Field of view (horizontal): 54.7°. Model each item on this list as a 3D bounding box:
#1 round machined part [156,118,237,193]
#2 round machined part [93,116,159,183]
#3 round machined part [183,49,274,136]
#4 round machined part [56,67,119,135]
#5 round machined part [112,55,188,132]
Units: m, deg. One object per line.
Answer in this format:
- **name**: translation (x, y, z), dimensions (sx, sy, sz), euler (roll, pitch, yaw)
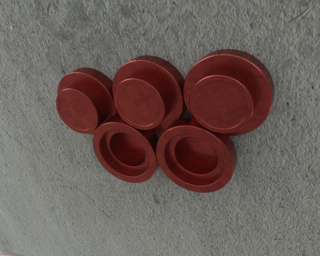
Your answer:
- **round machined part**: translation (0.048, 0.030, 0.390), dimensions (0.098, 0.042, 0.097), euler (13, 124, 20)
- **round machined part**: translation (-0.041, 0.026, 0.433), dimensions (0.098, 0.042, 0.097), euler (13, 124, 20)
- **round machined part**: translation (0.071, -0.033, 0.339), dimensions (0.098, 0.042, 0.097), euler (13, 124, 20)
- **round machined part**: translation (-0.104, -0.031, 0.431), dimensions (0.098, 0.042, 0.097), euler (13, 124, 20)
- **round machined part**: translation (-0.017, -0.037, 0.383), dimensions (0.098, 0.042, 0.097), euler (13, 124, 20)
